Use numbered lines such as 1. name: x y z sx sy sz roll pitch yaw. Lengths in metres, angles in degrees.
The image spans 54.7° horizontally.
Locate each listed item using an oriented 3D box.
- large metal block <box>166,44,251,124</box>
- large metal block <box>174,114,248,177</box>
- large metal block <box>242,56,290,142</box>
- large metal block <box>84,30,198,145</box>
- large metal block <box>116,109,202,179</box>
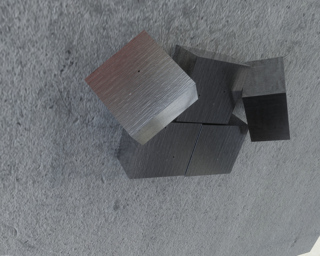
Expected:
1. large metal block: 0.055 -0.053 0.391 0.081 0.050 0.079 3 117 -30
2. large metal block: 0.068 0.020 0.441 0.081 0.050 0.079 1 118 -30
3. large metal block: 0.146 -0.039 0.423 0.050 0.080 0.080 -5 132 23
4. large metal block: -0.018 -0.041 0.330 0.080 0.080 0.050 -40 164 -1
5. large metal block: -0.003 0.017 0.402 0.081 0.050 0.079 1 118 -30
